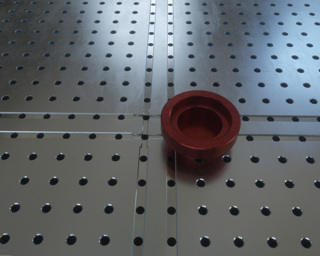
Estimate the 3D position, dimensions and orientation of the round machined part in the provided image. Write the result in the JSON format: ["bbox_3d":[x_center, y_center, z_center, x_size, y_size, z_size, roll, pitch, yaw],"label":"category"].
[{"bbox_3d":[0.050,0.000,0.397,0.099,0.042,0.098,0,50,0],"label":"round machined part"}]
